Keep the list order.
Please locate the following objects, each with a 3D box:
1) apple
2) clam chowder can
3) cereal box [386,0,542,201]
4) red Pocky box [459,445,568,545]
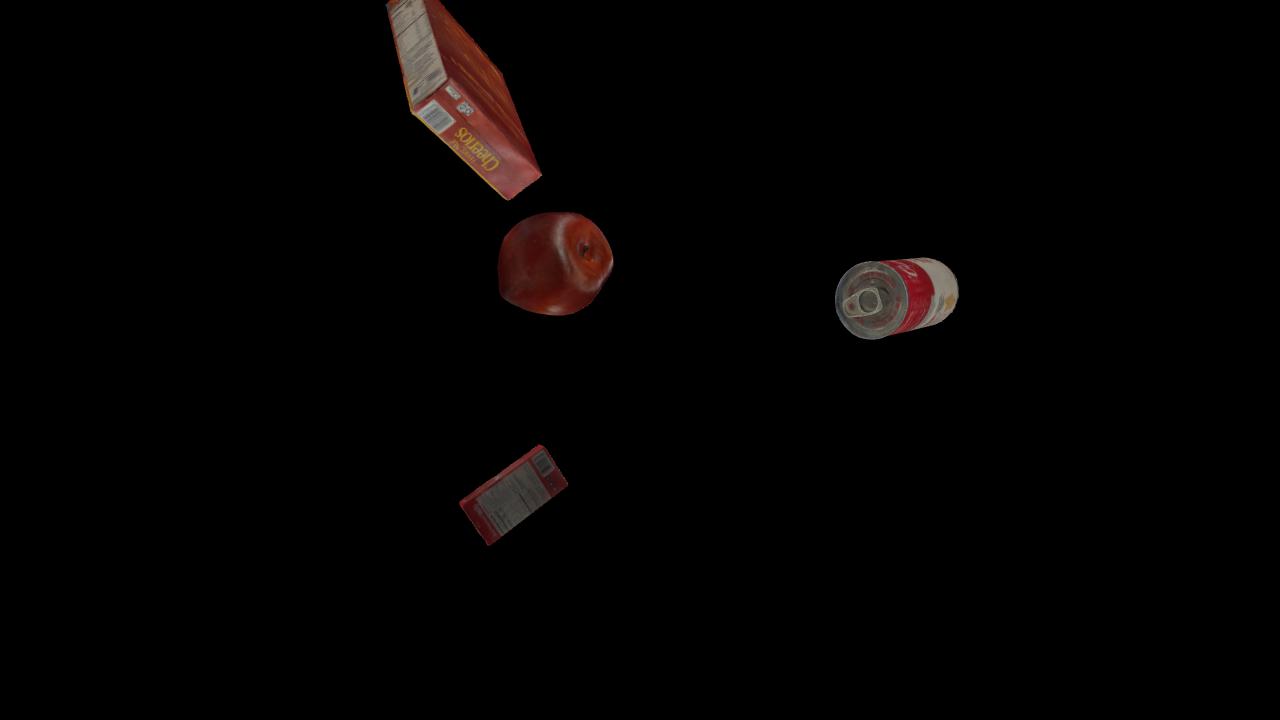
[{"bbox_3d":[-0.066,-0.072,0.463,0.093,0.079,0.079,-15,-11,43],"label":"apple"},{"bbox_3d":[0.235,-0.058,0.558,0.102,0.068,0.068,-10,6,-39],"label":"clam chowder can"},{"bbox_3d":[-0.268,-0.410,0.933,0.081,0.306,0.203,-33,-34,13],"label":"cereal box"},{"bbox_3d":[-0.197,0.210,0.968,0.155,0.083,0.028,-35,20,-21],"label":"red Pocky box"}]
